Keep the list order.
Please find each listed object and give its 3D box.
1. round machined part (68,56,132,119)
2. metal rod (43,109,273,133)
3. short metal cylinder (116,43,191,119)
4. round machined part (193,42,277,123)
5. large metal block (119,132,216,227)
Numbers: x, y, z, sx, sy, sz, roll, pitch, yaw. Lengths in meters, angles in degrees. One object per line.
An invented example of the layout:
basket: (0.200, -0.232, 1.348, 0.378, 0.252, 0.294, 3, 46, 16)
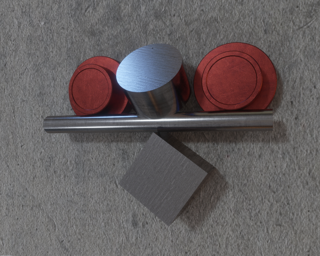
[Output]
round machined part: (-0.086, -0.052, 0.431, 0.098, 0.042, 0.097, 0, 90, 20)
metal rod: (-0.017, -0.007, 0.393, 0.301, 0.025, 0.025, -1, 90, 19)
short metal cylinder: (-0.006, -0.057, 0.379, 0.080, 0.050, 0.080, -10, 52, 13)
round machined part: (0.088, -0.054, 0.370, 0.098, 0.042, 0.097, 0, 90, 20)
large metal block: (0.010, 0.060, 0.391, 0.080, 0.050, 0.080, 37, 102, 16)
